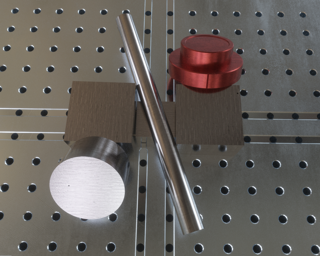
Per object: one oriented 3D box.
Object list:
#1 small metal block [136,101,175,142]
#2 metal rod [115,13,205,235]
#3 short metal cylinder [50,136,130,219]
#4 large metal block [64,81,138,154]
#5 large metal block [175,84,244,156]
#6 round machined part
[{"bbox_3d":[-0.006,-0.008,0.415,0.050,0.025,0.050,1,70,0],"label":"small metal block"},{"bbox_3d":[-0.007,-0.020,0.391,0.025,0.025,0.299,-16,71,-6],"label":"metal rod"},{"bbox_3d":[-0.077,0.056,0.355,0.080,0.050,0.079,0,113,1],"label":"short metal cylinder"},{"bbox_3d":[-0.072,-0.013,0.403,0.081,0.050,0.080,2,70,0],"label":"large metal block"},{"bbox_3d":[0.060,-0.009,0.403,0.081,0.050,0.080,1,70,0],"label":"large metal block"},{"bbox_3d":[0.061,-0.094,0.411,0.099,0.042,0.098,1,35,0],"label":"round machined part"}]
